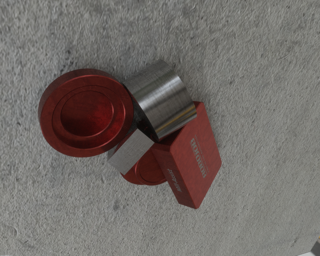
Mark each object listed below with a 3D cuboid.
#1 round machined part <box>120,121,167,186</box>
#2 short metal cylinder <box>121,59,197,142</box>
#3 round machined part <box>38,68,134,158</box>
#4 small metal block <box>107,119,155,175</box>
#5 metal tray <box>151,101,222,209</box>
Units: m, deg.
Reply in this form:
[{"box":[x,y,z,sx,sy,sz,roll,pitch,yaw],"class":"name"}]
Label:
[{"box":[-0.009,0.038,0.418,0.099,0.042,0.097,-14,125,-21],"class":"round machined part"},{"box":[-0.002,-0.031,0.355,0.050,0.080,0.080,-33,129,-7],"class":"short metal cylinder"},{"box":[-0.082,-0.019,0.341,0.099,0.042,0.097,-14,125,-21],"class":"round machined part"},{"box":[-0.035,0.021,0.364,0.025,0.050,0.050,41,95,-15],"class":"small metal block"},{"box":[0.042,0.038,0.424,0.090,0.030,0.130,-54,137,-32],"class":"metal tray"}]
